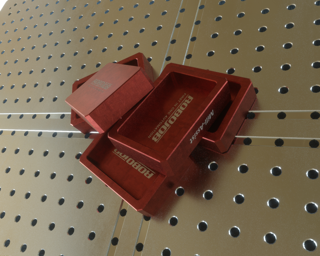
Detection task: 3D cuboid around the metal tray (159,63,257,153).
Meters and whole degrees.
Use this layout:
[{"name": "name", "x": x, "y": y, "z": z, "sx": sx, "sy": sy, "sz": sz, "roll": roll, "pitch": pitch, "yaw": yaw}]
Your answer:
[{"name": "metal tray", "x": 0.044, "y": -0.031, "z": 0.401, "sx": 0.130, "sy": 0.030, "sz": 0.090, "roll": 21, "pitch": 72, "yaw": 36}]

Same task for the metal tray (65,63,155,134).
[{"name": "metal tray", "x": -0.073, "y": -0.047, "z": 0.421, "sx": 0.090, "sy": 0.030, "sz": 0.130, "roll": -43, "pitch": 28, "yaw": -11}]

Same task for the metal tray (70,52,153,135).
[{"name": "metal tray", "x": -0.074, "y": -0.053, "z": 0.477, "sx": 0.130, "sy": 0.030, "sz": 0.090, "roll": -20, "pitch": 54, "yaw": 16}]

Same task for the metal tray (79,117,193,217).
[{"name": "metal tray", "x": -0.034, "y": 0.040, "z": 0.399, "sx": 0.130, "sy": 0.030, "sz": 0.090, "roll": 30, "pitch": 78, "yaw": 37}]

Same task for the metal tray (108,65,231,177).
[{"name": "metal tray", "x": 0.013, "y": -0.015, "z": 0.368, "sx": 0.090, "sy": 0.030, "sz": 0.130, "roll": 22, "pitch": 62, "yaw": 36}]
